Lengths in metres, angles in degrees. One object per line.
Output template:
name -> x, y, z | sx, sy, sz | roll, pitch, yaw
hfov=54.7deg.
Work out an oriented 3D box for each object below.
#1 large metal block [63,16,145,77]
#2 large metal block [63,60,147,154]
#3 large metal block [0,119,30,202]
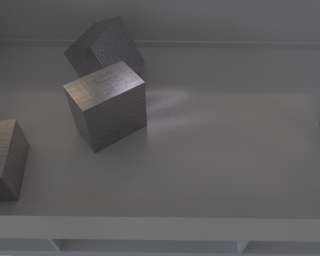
large metal block -> -0.075, -0.100, 0.444 | 0.050, 0.080, 0.080 | -1, 44, 34
large metal block -> -0.065, -0.026, 0.391 | 0.081, 0.080, 0.050 | -29, 56, -22
large metal block -> -0.205, 0.039, 0.354 | 0.081, 0.050, 0.080 | -5, 50, -4
